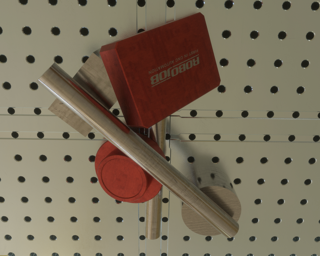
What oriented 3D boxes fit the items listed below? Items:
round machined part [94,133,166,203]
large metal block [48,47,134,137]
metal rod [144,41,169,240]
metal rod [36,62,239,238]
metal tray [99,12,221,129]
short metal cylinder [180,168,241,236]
[{"bbox_3d":[-0.042,0.058,0.408,0.098,0.042,0.097,6,111,16],"label":"round machined part"},{"bbox_3d":[-0.076,-0.047,0.367,0.050,0.080,0.080,40,105,-14],"label":"large metal block"},{"bbox_3d":[-0.005,0.023,0.421,0.025,0.025,0.298,2,110,-1],"label":"metal rod"},{"bbox_3d":[-0.007,0.040,0.353,0.025,0.025,0.300,-42,113,13],"label":"metal rod"},{"bbox_3d":[0.008,-0.067,0.344,0.131,0.030,0.090,-32,113,-34],"label":"metal tray"},{"bbox_3d":[0.069,0.104,0.440,0.081,0.050,0.079,0,110,-1],"label":"short metal cylinder"}]
